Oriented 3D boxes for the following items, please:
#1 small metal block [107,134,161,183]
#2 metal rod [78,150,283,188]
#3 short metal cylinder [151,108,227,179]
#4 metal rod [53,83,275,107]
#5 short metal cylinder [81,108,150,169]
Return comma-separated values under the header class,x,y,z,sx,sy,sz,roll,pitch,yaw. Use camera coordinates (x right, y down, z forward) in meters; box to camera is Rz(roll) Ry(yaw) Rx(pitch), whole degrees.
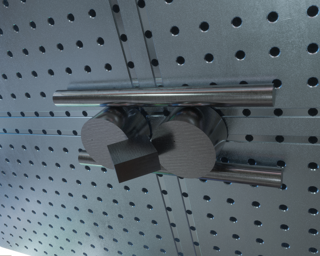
class,x,y,z,sx,sy,sz,roll,pitch,yaw
small metal block,-0.032,0.035,0.369,0.050,0.050,0.025,-16,116,-12
metal rod,0.010,0.053,0.434,0.301,0.025,0.025,2,120,27
short metal cylinder,0.036,0.015,0.381,0.080,0.050,0.079,13,124,21
metal rod,-0.015,-0.039,0.390,0.301,0.025,0.025,2,119,27
short metal cylinder,-0.061,0.011,0.429,0.080,0.050,0.079,13,124,21
